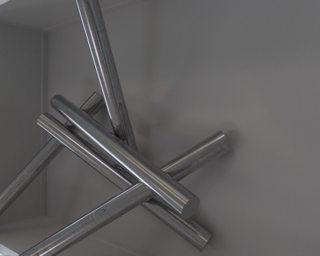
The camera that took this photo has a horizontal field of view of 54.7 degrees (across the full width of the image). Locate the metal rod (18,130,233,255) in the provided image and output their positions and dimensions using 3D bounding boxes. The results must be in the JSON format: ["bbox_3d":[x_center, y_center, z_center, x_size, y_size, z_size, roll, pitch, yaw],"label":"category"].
[{"bbox_3d":[-0.049,0.093,0.371,0.300,0.025,0.025,-33,68,9],"label":"metal rod"}]

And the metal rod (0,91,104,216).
[{"bbox_3d":[-0.196,0.059,0.495,0.300,0.025,0.025,-46,60,4],"label":"metal rod"}]

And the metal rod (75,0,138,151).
[{"bbox_3d":[-0.065,-0.067,0.378,0.025,0.025,0.298,9,122,40],"label":"metal rod"}]

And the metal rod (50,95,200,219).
[{"bbox_3d":[-0.067,0.018,0.396,0.300,0.025,0.025,32,110,41],"label":"metal rod"}]

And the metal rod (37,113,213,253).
[{"bbox_3d":[-0.062,0.061,0.420,0.300,0.025,0.025,32,111,23],"label":"metal rod"}]
